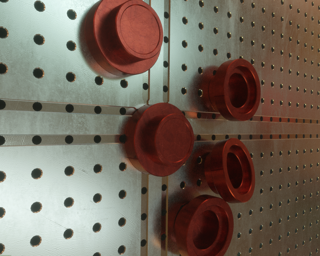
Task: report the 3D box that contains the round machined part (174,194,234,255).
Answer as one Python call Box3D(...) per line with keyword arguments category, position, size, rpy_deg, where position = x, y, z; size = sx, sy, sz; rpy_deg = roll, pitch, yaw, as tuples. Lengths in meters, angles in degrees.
Box3D(category="round machined part", position=(0.059, 0.145, 0.449), size=(0.099, 0.042, 0.097), rpy_deg=(-2, 93, -39))

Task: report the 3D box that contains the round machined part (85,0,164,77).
Box3D(category="round machined part", position=(-0.035, -0.113, 0.370), size=(0.099, 0.042, 0.097), rpy_deg=(0, 90, -40))

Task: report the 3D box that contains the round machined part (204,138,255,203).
Box3D(category="round machined part", position=(0.105, 0.067, 0.478), size=(0.099, 0.042, 0.098), rpy_deg=(20, 62, -44))

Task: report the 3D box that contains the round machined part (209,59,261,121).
Box3D(category="round machined part", position=(0.116, -0.059, 0.499), size=(0.099, 0.042, 0.097), rpy_deg=(0, 90, -40))

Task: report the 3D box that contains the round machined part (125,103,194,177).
Box3D(category="round machined part", position=(0.007, 0.015, 0.406), size=(0.099, 0.042, 0.097), rpy_deg=(0, 90, -40))
